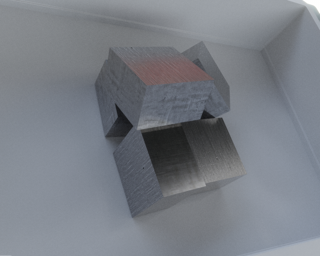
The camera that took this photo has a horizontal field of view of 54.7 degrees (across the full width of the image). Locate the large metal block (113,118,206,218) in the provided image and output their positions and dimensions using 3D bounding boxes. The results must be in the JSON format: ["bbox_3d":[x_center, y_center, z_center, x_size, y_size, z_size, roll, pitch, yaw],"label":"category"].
[{"bbox_3d":[-0.005,0.044,0.340,0.050,0.080,0.080,-7,65,-32],"label":"large metal block"}]

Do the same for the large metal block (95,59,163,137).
[{"bbox_3d":[-0.031,-0.036,0.395,0.081,0.050,0.080,-1,62,-29],"label":"large metal block"}]

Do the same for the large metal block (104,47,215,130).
[{"bbox_3d":[-0.004,-0.047,0.332,0.081,0.050,0.080,-10,42,-32],"label":"large metal block"}]

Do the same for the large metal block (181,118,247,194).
[{"bbox_3d":[0.049,0.036,0.391,0.081,0.050,0.080,-6,65,-31],"label":"large metal block"}]

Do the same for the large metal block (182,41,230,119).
[{"bbox_3d":[0.054,-0.062,0.424,0.080,0.050,0.080,54,26,-20],"label":"large metal block"}]
